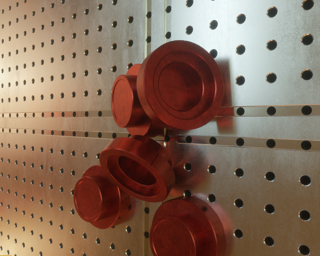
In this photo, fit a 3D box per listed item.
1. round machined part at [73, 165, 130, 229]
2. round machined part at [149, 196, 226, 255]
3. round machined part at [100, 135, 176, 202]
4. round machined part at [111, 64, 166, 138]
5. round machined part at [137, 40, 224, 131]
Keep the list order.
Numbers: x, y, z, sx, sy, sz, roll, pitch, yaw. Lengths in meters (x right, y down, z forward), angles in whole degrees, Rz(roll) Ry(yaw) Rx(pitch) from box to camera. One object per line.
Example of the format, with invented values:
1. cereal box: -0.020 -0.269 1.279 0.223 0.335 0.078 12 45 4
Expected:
1. round machined part: -0.095 0.106 0.474 0.098 0.042 0.097 0 90 39
2. round machined part: 0.026 0.135 0.375 0.098 0.042 0.097 0 90 39
3. round machined part: -0.024 0.047 0.395 0.098 0.042 0.097 20 140 19
4. round machined part: -0.032 -0.034 0.403 0.098 0.042 0.097 8 99 59
5. round machined part: 0.020 -0.046 0.351 0.042 0.099 0.097 171 96 -65
